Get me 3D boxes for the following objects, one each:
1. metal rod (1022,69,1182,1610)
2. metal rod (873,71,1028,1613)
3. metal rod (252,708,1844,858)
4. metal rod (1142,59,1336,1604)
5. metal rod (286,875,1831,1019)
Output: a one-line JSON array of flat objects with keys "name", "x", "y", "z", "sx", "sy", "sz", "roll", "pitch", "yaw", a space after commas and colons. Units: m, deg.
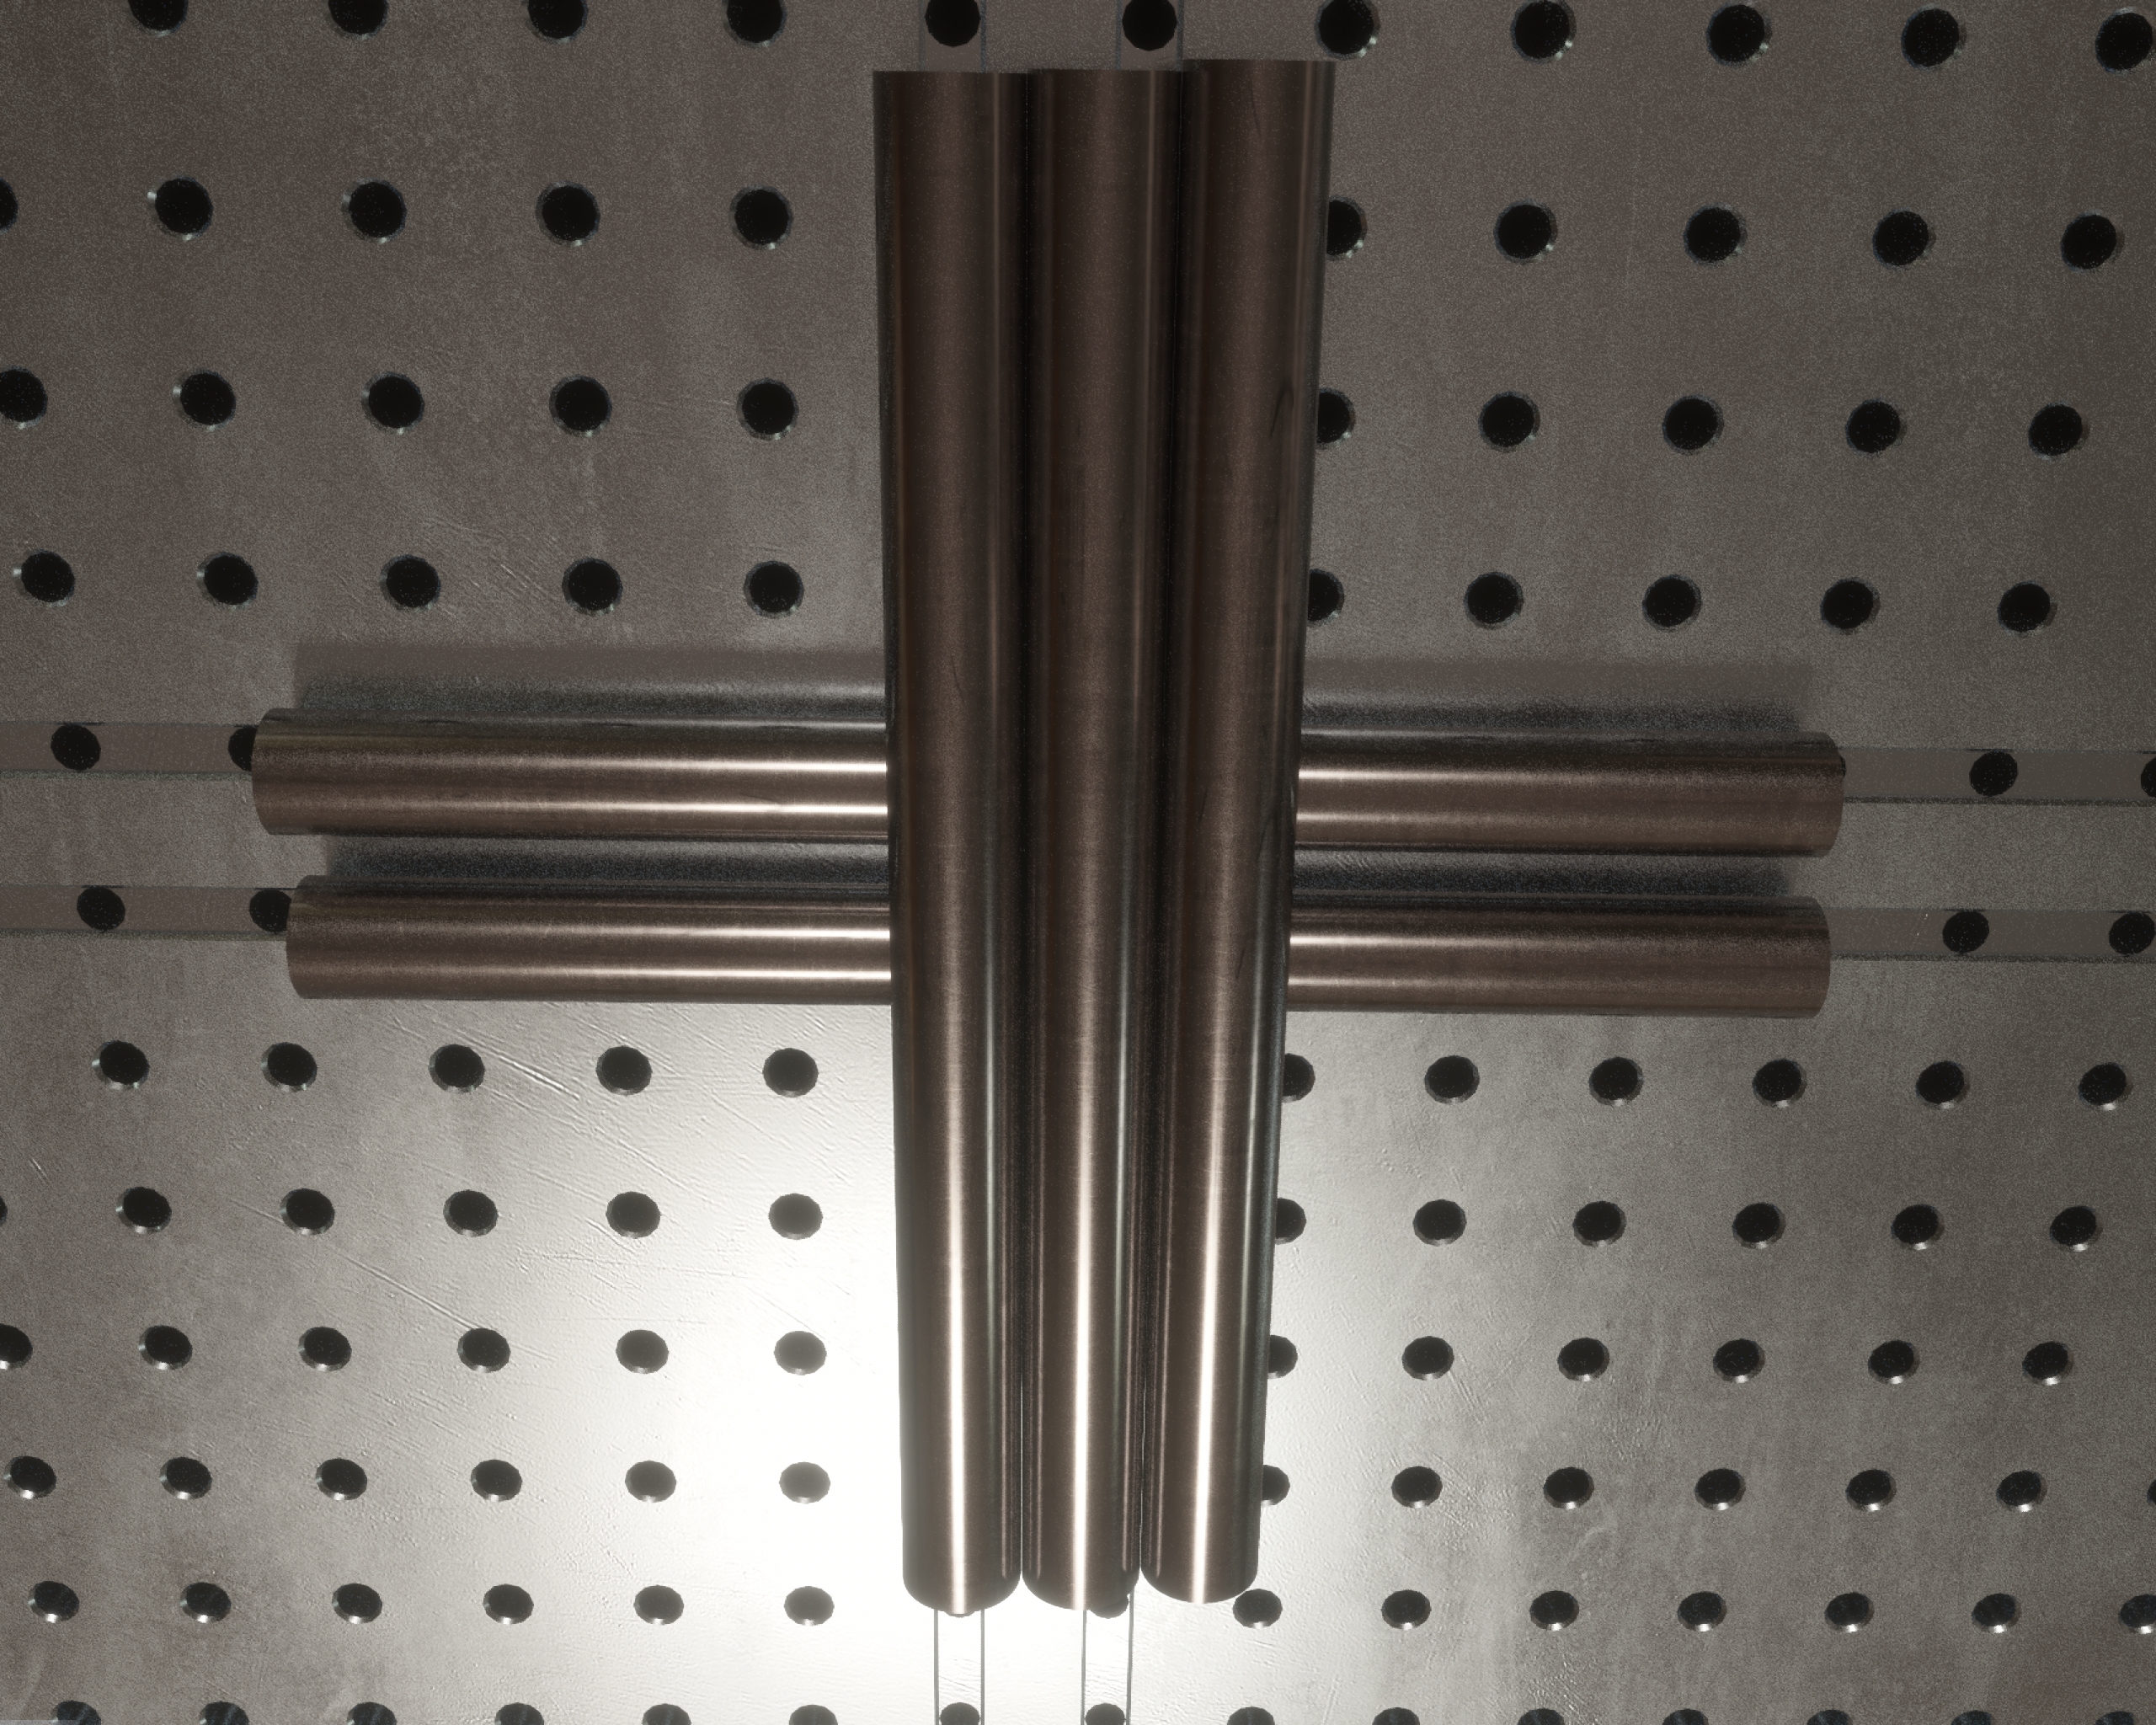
[{"name": "metal rod", "x": 0.002, "y": 0.011, "z": 0.391, "sx": 0.025, "sy": 0.025, "sz": 0.298, "roll": 0, "pitch": 110, "yaw": -1}, {"name": "metal rod", "x": -0.023, "y": 0.011, "z": 0.391, "sx": 0.025, "sy": 0.025, "sz": 0.298, "roll": 0, "pitch": 110, "yaw": -1}, {"name": "metal rod", "x": -0.005, "y": -0.015, "z": 0.408, "sx": 0.302, "sy": 0.025, "sz": 0.025, "roll": 1, "pitch": 110, "yaw": -1}, {"name": "metal rod", "x": 0.028, "y": 0.009, "z": 0.391, "sx": 0.025, "sy": 0.025, "sz": 0.298, "roll": 0, "pitch": 110, "yaw": -1}, {"name": "metal rod", "x": -0.003, "y": 0.017, "z": 0.420, "sx": 0.302, "sy": 0.025, "sz": 0.025, "roll": 1, "pitch": 110, "yaw": -1}]
